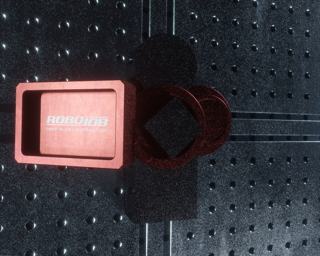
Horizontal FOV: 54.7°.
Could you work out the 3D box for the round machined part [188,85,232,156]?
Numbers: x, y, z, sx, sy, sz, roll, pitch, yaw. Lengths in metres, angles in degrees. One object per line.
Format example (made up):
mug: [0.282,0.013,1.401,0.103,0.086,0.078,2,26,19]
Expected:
round machined part: [0.056,-0.010,0.423,0.099,0.042,0.097,0,90,-20]

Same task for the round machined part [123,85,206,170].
round machined part: [0.002,-0.001,0.373,0.099,0.042,0.097,0,90,-20]

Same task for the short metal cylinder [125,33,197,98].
short metal cylinder: [0.000,-0.075,0.399,0.081,0.050,0.080,0,90,-20]

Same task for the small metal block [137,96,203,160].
small metal block: [0.012,-0.001,0.351,0.050,0.025,0.050,-43,104,-15]

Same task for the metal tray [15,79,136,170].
metal tray: [-0.093,-0.005,0.337,0.130,0.030,0.089,1,90,17]

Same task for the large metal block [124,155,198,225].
large metal block: [0.000,0.073,0.396,0.081,0.050,0.080,1,90,-20]
